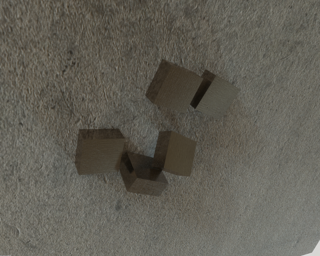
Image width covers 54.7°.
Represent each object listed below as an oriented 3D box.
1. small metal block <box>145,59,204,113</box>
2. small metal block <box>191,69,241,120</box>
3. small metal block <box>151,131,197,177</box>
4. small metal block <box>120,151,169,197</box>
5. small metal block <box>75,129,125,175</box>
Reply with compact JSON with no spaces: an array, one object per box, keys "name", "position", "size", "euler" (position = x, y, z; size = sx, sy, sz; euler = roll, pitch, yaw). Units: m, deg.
[{"name":"small metal block","position":[0.018,-0.051,0.385],"size":[0.050,0.025,0.050],"euler":[15,111,-34]},{"name":"small metal block","position":[0.072,-0.044,0.419],"size":[0.050,0.025,0.050],"euler":[20,108,-36]},{"name":"small metal block","position":[0.020,0.036,0.425],"size":[0.050,0.025,0.050],"euler":[24,71,-37]},{"name":"small metal block","position":[-0.023,0.061,0.414],"size":[0.050,0.050,0.025],"euler":[18,118,-35]},{"name":"small metal block","position":[-0.075,0.029,0.383],"size":[0.050,0.025,0.050],"euler":[-1,119,-28]}]
